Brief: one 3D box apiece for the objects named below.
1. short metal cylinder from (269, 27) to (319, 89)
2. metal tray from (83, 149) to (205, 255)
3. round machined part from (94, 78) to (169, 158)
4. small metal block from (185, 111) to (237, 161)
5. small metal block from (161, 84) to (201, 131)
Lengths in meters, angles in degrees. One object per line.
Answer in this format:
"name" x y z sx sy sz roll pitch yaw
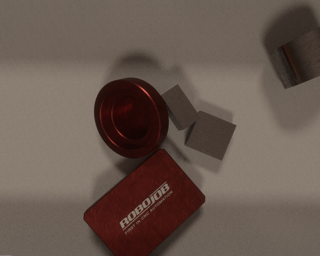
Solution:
"short metal cylinder" 0.185 -0.089 0.386 0.080 0.080 0.050 -25 90 0
"metal tray" -0.019 0.100 0.398 0.130 0.030 0.090 -40 90 -11
"round machined part" -0.031 -0.015 0.387 0.098 0.042 0.097 10 111 29
"small metal block" 0.066 0.010 0.412 0.050 0.025 0.050 23 90 -1
"small metal block" 0.024 -0.025 0.398 0.025 0.050 0.050 -34 91 -5
